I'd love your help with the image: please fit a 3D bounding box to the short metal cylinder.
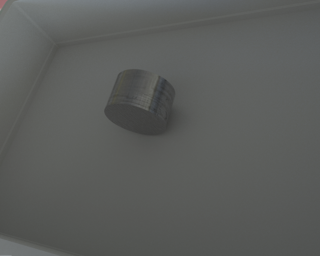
[{"bbox_3d":[-0.025,-0.031,0.400,0.080,0.080,0.050,2,63,29],"label":"short metal cylinder"}]
